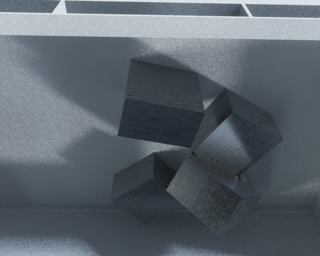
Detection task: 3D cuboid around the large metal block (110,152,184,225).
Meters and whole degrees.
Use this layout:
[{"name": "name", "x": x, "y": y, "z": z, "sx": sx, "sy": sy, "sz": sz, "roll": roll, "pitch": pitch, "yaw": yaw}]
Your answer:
[{"name": "large metal block", "x": -0.016, "y": 0.095, "z": 0.473, "sx": 0.080, "sy": 0.050, "sz": 0.080, "roll": -31, "pitch": 124, "yaw": 23}]

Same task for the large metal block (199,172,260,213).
[{"name": "large metal block", "x": 0.098, "y": 0.103, "z": 0.463, "sx": 0.080, "sy": 0.050, "sz": 0.080, "roll": -19, "pitch": 152, "yaw": 15}]

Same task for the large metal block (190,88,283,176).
[{"name": "large metal block", "x": 0.094, "y": 0.008, "z": 0.401, "sx": 0.080, "sy": 0.050, "sz": 0.080, "roll": 26, "pitch": 125, "yaw": -21}]

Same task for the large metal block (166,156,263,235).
[{"name": "large metal block", "x": 0.069, "y": 0.080, "z": 0.386, "sx": 0.080, "sy": 0.080, "sz": 0.050, "roll": 14, "pitch": 109, "yaw": -56}]

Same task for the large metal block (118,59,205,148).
[{"name": "large metal block", "x": 0.000, "y": -0.029, "z": 0.348, "sx": 0.081, "sy": 0.080, "sz": 0.050, "roll": 10, "pitch": 129, "yaw": -9}]
